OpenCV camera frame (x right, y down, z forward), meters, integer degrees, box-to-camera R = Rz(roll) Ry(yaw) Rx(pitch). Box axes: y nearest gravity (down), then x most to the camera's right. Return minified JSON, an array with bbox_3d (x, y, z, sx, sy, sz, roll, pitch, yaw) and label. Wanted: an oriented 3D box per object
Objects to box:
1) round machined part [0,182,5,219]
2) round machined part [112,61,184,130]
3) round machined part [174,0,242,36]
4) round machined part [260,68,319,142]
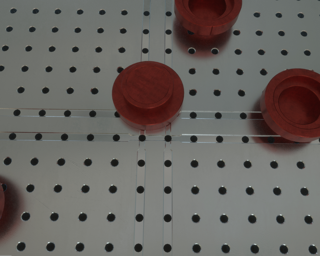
[{"bbox_3d":[-0.233,0.093,0.366,0.099,0.042,0.098,0,70,-1],"label":"round machined part"},{"bbox_3d":[-0.016,-0.050,0.421,0.099,0.042,0.098,0,70,-1],"label":"round machined part"},{"bbox_3d":[0.070,-0.180,0.470,0.099,0.042,0.098,0,70,-1],"label":"round machined part"},{"bbox_3d":[0.183,-0.027,0.415,0.099,0.042,0.098,0,70,0],"label":"round machined part"}]
